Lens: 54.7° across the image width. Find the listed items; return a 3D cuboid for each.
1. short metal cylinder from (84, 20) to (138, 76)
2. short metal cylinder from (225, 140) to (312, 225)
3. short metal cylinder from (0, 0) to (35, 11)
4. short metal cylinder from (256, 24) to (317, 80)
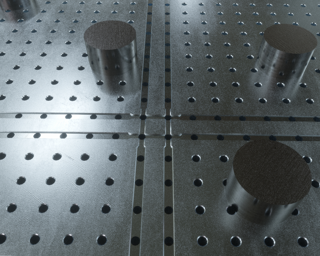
[{"bbox_3d":[-0.078,-0.130,0.499,0.081,0.050,0.080,0,50,0],"label":"short metal cylinder"},{"bbox_3d":[0.117,0.059,0.343,0.081,0.050,0.080,0,50,0],"label":"short metal cylinder"},{"bbox_3d":[-0.301,-0.280,0.623,0.081,0.050,0.080,0,50,0],"label":"short metal cylinder"},{"bbox_3d":[0.201,-0.123,0.498,0.081,0.050,0.080,0,50,0],"label":"short metal cylinder"}]
